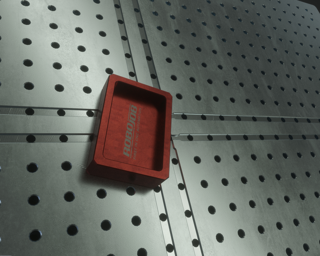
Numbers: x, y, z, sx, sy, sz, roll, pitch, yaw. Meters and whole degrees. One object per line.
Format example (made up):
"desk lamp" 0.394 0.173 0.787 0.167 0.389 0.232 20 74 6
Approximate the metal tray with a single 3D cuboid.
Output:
"metal tray" -0.033 0.002 0.387 0.091 0.030 0.130 17 55 -19
